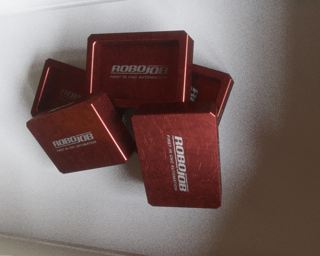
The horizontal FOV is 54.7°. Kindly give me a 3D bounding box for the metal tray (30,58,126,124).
[{"bbox_3d":[-0.115,-0.038,0.444,0.130,0.030,0.089,21,97,18],"label":"metal tray"}]

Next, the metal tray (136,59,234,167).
[{"bbox_3d":[0.029,-0.016,0.395,0.090,0.030,0.129,20,97,18],"label":"metal tray"}]

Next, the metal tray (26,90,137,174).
[{"bbox_3d":[-0.104,0.010,0.405,0.130,0.030,0.090,-13,115,34],"label":"metal tray"}]

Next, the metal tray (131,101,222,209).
[{"bbox_3d":[0.024,0.035,0.363,0.090,0.030,0.129,-2,118,14],"label":"metal tray"}]

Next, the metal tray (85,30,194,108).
[{"bbox_3d":[-0.027,-0.070,0.383,0.130,0.030,0.089,4,91,19],"label":"metal tray"}]
